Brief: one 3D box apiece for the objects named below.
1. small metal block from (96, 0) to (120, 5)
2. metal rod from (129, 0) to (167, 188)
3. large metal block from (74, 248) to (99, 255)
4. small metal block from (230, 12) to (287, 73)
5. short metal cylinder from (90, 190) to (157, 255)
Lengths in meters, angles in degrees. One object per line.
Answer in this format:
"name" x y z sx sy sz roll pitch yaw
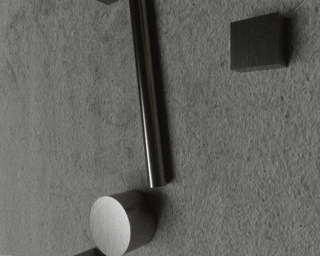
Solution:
"small metal block" -0.070 -0.219 0.461 0.050 0.025 0.050 -5 87 39
"metal rod" -0.019 -0.072 0.418 0.025 0.025 0.298 -10 83 39
"large metal block" -0.117 0.253 0.482 0.080 0.050 0.080 42 115 31
"small metal block" 0.102 -0.086 0.320 0.050 0.025 0.050 0 90 39
"short metal cylinder" -0.052 0.130 0.429 0.080 0.050 0.079 0 90 39
